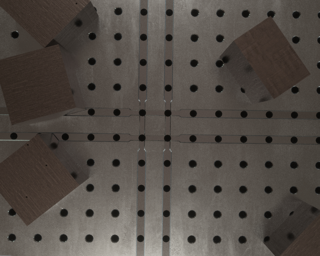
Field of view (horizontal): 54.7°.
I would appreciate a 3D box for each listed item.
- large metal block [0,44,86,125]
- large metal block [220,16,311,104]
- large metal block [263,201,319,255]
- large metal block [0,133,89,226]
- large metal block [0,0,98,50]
[{"bbox_3d":[-0.151,-0.053,0.399,0.080,0.050,0.080,-15,90,-1],"label":"large metal block"},{"bbox_3d":[0.126,-0.079,0.388,0.050,0.080,0.080,-34,90,0],"label":"large metal block"},{"bbox_3d":[0.200,0.158,0.404,0.080,0.050,0.080,44,90,-1],"label":"large metal block"},{"bbox_3d":[-0.154,0.063,0.399,0.080,0.050,0.080,-38,91,0],"label":"large metal block"},{"bbox_3d":[-0.141,-0.153,0.399,0.080,0.050,0.080,44,90,0],"label":"large metal block"}]
